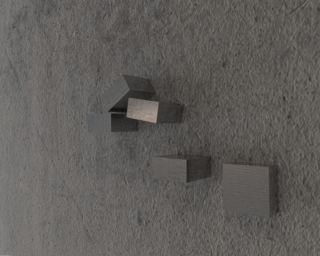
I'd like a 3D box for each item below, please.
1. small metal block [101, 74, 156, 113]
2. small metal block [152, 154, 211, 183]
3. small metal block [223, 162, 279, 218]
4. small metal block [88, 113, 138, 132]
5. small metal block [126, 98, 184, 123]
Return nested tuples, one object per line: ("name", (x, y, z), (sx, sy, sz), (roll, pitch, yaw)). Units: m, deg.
("small metal block", (-0.043, -0.045, 0.424), (0.050, 0.050, 0.025), (-39, 66, 33))
("small metal block", (0.025, 0.046, 0.368), (0.050, 0.050, 0.025), (1, 91, 40))
("small metal block", (0.095, 0.063, 0.327), (0.050, 0.025, 0.050), (-1, 90, 40))
("small metal block", (-0.068, -0.007, 0.445), (0.050, 0.050, 0.025), (0, 90, 40))
("small metal block", (-0.006, -0.022, 0.393), (0.050, 0.050, 0.025), (12, 98, 39))
